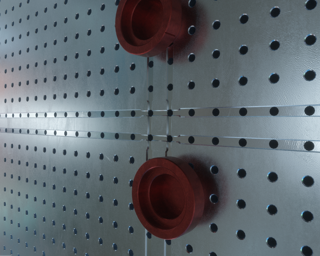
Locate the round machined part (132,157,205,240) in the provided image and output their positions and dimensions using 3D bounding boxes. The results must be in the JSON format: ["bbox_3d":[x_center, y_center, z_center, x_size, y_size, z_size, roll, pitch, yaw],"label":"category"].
[{"bbox_3d":[0.014,0.084,0.388,0.098,0.042,0.097,0,90,40],"label":"round machined part"}]

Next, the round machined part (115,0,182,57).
[{"bbox_3d":[-0.010,-0.142,0.408,0.098,0.042,0.097,0,90,40],"label":"round machined part"}]
